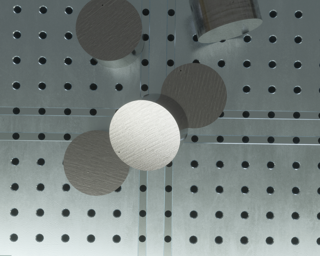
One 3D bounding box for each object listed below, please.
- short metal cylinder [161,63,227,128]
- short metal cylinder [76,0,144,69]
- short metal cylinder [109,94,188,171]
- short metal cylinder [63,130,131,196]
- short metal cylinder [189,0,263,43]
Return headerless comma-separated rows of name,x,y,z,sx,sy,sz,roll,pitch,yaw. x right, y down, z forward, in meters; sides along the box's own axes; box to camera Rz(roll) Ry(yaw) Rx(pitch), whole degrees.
short metal cylinder,0.041,-0.039,0.401,0.081,0.050,0.079,0,90,0
short metal cylinder,-0.062,-0.121,0.400,0.081,0.050,0.079,0,90,0
short metal cylinder,-0.011,0.003,0.359,0.080,0.050,0.079,4,105,14
short metal cylinder,-0.077,0.042,0.400,0.081,0.050,0.079,0,90,0
short metal cylinder,0.081,-0.144,0.386,0.080,0.080,0.050,-13,90,0
